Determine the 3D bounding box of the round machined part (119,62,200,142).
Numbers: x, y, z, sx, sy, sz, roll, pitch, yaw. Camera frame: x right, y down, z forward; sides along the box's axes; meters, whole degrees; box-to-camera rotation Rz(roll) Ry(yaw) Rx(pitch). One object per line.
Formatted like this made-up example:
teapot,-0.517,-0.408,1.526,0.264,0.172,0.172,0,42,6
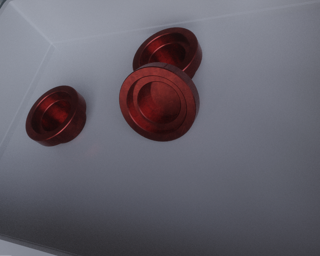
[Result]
round machined part,0.002,-0.035,0.391,0.098,0.097,0.042,-8,22,24

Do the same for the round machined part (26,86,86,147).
round machined part,-0.156,-0.015,0.483,0.098,0.042,0.098,-13,56,20

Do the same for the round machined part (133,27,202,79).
round machined part,0.014,-0.093,0.443,0.098,0.042,0.098,-13,56,20
